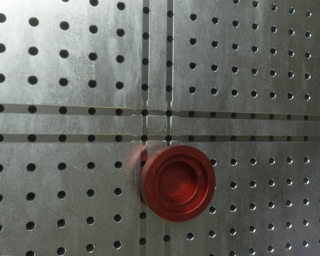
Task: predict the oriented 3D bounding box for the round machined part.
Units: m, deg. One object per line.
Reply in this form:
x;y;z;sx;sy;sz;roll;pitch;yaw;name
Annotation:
0.021;0.071;0.411;0.099;0.042;0.097;0;90;-20;round machined part
